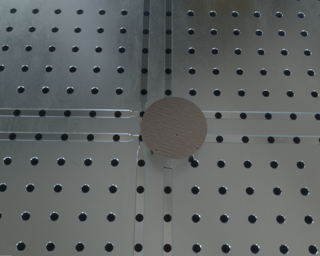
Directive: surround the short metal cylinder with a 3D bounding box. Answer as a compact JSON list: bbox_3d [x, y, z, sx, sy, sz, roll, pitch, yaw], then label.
[{"bbox_3d":[0.017,0.007,0.396,0.081,0.050,0.080,0,70,0],"label":"short metal cylinder"}]
